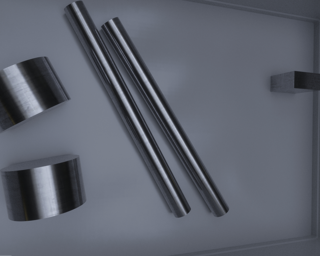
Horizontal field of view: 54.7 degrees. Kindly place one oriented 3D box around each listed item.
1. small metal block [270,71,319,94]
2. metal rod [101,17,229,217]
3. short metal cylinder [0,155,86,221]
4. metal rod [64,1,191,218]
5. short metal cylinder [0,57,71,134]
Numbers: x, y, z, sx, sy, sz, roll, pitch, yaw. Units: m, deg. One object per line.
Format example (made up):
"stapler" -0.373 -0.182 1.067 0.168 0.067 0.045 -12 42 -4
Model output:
"small metal block" 0.208 -0.069 0.476 0.050 0.050 0.025 1 90 -20
"metal rod" 0.012 -0.006 0.416 0.025 0.025 0.299 -34 102 -17
"short metal cylinder" -0.125 0.062 0.336 0.081 0.080 0.050 -9 94 -20
"metal rod" -0.037 -0.016 0.397 0.025 0.025 0.299 -30 100 -18
"short metal cylinder" -0.144 -0.035 0.328 0.080 0.080 0.050 -30 100 -18
